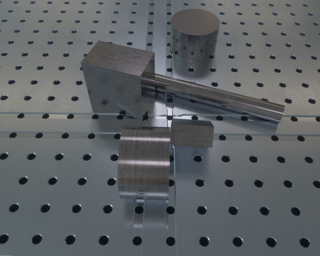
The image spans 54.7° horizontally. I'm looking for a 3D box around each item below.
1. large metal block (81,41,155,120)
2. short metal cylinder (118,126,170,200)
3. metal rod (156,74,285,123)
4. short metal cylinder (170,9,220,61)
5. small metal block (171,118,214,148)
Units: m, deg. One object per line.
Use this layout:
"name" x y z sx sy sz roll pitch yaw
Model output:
"large metal block" -0.053 -0.065 0.426 0.080 0.080 0.050 15 52 12
"short metal cylinder" -0.015 0.038 0.340 0.050 0.080 0.080 2 50 1
"metal rod" 0.026 -0.060 0.457 0.301 0.025 0.025 16 52 13
"short metal cylinder" 0.058 -0.158 0.525 0.081 0.050 0.080 0 50 0
"small metal block" 0.039 0.005 0.386 0.050 0.025 0.050 5 9 3
